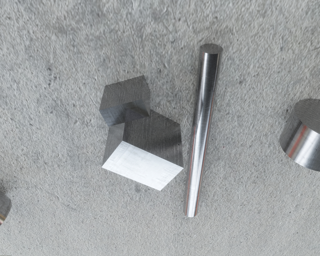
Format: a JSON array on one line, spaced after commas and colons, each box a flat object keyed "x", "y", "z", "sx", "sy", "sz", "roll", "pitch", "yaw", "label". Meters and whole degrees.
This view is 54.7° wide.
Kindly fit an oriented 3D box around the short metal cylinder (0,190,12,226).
[{"x": -0.280, "y": 0.125, "z": 0.474, "sx": 0.080, "sy": 0.080, "sz": 0.050, "roll": -18, "pitch": 128, "yaw": 15, "label": "short metal cylinder"}]

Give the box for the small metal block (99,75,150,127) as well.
[{"x": -0.039, "y": -0.032, "z": 0.363, "sx": 0.050, "sy": 0.050, "sz": 0.025, "roll": -14, "pitch": 129, "yaw": 11, "label": "small metal block"}]

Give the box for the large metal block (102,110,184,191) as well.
[{"x": -0.020, "y": 0.020, "z": 0.388, "sx": 0.080, "sy": 0.080, "sz": 0.050, "roll": 26, "pitch": 125, "yaw": -21, "label": "large metal block"}]

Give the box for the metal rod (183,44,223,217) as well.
[{"x": 0.054, "y": 0.028, "z": 0.431, "sx": 0.025, "sy": 0.025, "sz": 0.298, "roll": 0, "pitch": 130, "yaw": -1, "label": "metal rod"}]

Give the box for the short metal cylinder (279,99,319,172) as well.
[{"x": 0.196, "y": 0.007, "z": 0.379, "sx": 0.081, "sy": 0.080, "sz": 0.050, "roll": 5, "pitch": 130, "yaw": -5, "label": "short metal cylinder"}]
